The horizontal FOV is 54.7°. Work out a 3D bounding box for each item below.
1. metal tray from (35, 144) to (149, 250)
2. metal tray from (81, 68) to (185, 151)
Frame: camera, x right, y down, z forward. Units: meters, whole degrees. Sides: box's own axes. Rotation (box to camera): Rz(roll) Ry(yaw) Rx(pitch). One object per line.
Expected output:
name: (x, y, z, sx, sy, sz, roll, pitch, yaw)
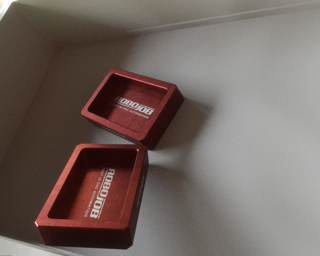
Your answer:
metal tray: (-0.066, 0.068, 0.344, 0.090, 0.030, 0.130, 0, 33, 7)
metal tray: (-0.042, -0.032, 0.443, 0.130, 0.030, 0.090, 22, 73, 36)
